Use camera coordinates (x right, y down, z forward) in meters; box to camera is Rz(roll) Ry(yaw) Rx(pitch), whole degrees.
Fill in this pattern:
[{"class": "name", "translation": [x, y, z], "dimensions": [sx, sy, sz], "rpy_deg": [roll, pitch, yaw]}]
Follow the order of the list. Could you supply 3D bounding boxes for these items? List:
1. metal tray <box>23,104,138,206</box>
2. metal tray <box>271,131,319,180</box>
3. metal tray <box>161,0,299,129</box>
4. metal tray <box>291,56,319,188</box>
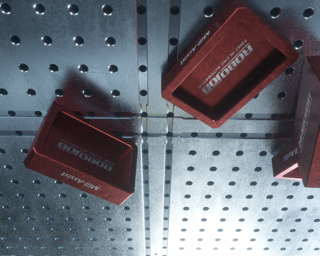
[{"class": "metal tray", "translation": [-0.092, 0.034, 0.396], "dimensions": [0.131, 0.090, 0.030], "rpy_deg": [29, 124, -23]}, {"class": "metal tray", "translation": [0.218, 0.037, 0.407], "dimensions": [0.091, 0.030, 0.129], "rpy_deg": [5, 154, -5]}, {"class": "metal tray", "translation": [0.074, -0.066, 0.352], "dimensions": [0.090, 0.030, 0.129], "rpy_deg": [30, 124, -23]}, {"class": "metal tray", "translation": [0.182, -0.006, 0.355], "dimensions": [0.030, 0.090, 0.129], "rpy_deg": [0, 126, 11]}]
